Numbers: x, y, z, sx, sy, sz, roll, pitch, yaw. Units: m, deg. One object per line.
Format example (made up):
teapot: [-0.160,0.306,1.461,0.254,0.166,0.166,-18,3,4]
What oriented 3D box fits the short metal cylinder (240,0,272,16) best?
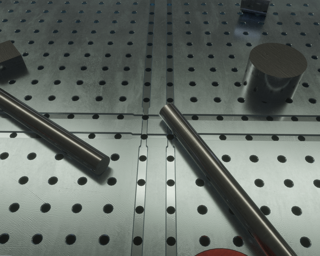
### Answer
short metal cylinder: [0.191,-0.261,0.592,0.050,0.080,0.080,18,52,14]

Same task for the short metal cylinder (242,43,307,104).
short metal cylinder: [0.169,-0.082,0.462,0.080,0.050,0.080,0,50,0]

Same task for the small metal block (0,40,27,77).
small metal block: [-0.253,-0.111,0.499,0.050,0.025,0.050,-30,56,-23]

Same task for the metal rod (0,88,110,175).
metal rod: [-0.191,-0.022,0.424,0.300,0.025,0.025,29,56,22]

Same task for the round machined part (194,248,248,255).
round machined part: [0.058,0.153,0.268,0.099,0.042,0.098,0,50,0]

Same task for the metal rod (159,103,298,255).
metal rod: [0.083,0.076,0.343,0.025,0.025,0.300,-23,54,-18]
